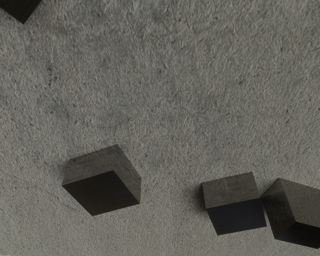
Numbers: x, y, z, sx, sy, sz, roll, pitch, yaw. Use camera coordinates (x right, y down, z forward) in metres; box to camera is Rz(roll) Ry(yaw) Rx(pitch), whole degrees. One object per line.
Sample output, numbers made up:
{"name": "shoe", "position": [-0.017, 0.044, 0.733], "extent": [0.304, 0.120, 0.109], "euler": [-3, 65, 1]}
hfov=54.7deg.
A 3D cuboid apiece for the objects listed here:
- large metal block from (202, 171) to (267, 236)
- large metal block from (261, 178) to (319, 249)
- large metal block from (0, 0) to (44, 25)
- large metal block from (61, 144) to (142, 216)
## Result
{"name": "large metal block", "position": [0.119, 0.123, 0.496], "extent": [0.080, 0.050, 0.080], "euler": [-15, 129, 12]}
{"name": "large metal block", "position": [0.218, 0.134, 0.487], "extent": [0.081, 0.080, 0.050], "euler": [17, 128, -14]}
{"name": "large metal block", "position": [-0.122, -0.152, 0.260], "extent": [0.080, 0.050, 0.080], "euler": [-37, 121, 27]}
{"name": "large metal block", "position": [-0.082, 0.079, 0.457], "extent": [0.080, 0.050, 0.080], "euler": [-18, 128, 14]}
